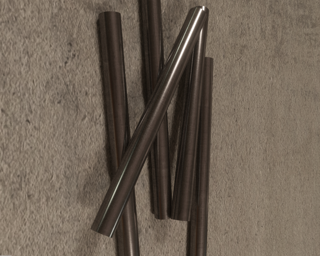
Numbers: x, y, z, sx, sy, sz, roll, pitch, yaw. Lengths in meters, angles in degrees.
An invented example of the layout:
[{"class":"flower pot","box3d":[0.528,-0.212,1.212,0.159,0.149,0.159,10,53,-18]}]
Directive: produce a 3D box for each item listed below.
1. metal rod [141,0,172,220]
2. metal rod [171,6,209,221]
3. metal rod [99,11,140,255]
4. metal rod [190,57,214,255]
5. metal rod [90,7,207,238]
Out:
[{"class":"metal rod","box3d":[-0.004,-0.031,0.403,0.025,0.025,0.298,-6,94,-40]},{"class":"metal rod","box3d":[0.043,-0.028,0.426,0.025,0.025,0.299,17,75,-39]},{"class":"metal rod","box3d":[-0.047,0.018,0.366,0.025,0.025,0.298,-7,95,-40]},{"class":"metal rod","box3d":[0.061,0.046,0.458,0.025,0.025,0.298,4,88,-40]},{"class":"metal rod","box3d":[-0.005,-0.022,0.368,0.025,0.025,0.300,36,68,-35]}]
